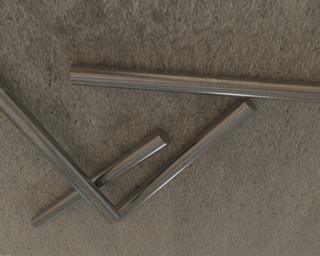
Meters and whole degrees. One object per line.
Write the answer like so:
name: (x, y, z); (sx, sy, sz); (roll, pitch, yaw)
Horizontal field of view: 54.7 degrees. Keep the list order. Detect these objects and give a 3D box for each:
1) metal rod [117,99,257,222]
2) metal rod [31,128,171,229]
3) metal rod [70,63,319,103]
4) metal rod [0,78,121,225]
metal rod: (0.019, 0.060, 0.457); (0.025, 0.025, 0.299); (31, 124, -24)
metal rod: (-0.105, 0.088, 0.481); (0.299, 0.025, 0.025); (-35, 122, 26)
metal rod: (0.051, -0.052, 0.363); (0.302, 0.025, 0.025); (4, 130, -4)
metal rod: (-0.143, 0.030, 0.410); (0.025, 0.025, 0.299); (-23, 121, 18)
